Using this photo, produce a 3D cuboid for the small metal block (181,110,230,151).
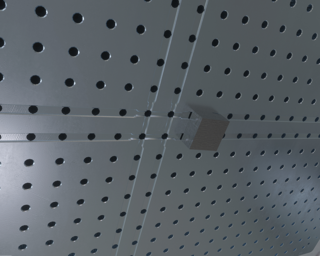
[{"bbox_3d":[0.066,0.004,0.449,0.050,0.025,0.050,6,116,-31],"label":"small metal block"}]
